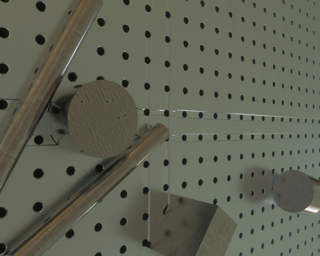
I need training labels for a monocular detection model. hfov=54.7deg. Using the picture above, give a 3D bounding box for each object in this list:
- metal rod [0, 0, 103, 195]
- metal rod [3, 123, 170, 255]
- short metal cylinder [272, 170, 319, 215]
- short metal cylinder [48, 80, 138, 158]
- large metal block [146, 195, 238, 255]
[{"bbox_3d":[-0.129,-0.011,0.300,0.025,0.025,0.300,35,69,-35],"label":"metal rod"},{"bbox_3d":[-0.092,0.088,0.331,0.302,0.025,0.025,-41,115,-32],"label":"metal rod"},{"bbox_3d":[0.267,0.125,0.598,0.050,0.080,0.080,21,77,-38],"label":"short metal cylinder"},{"bbox_3d":[-0.071,-0.009,0.333,0.081,0.050,0.079,0,90,-40],"label":"short metal cylinder"},{"bbox_3d":[0.042,0.142,0.409,0.050,0.080,0.080,47,62,-30],"label":"large metal block"}]
